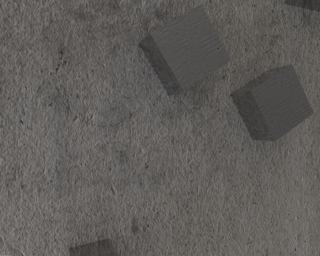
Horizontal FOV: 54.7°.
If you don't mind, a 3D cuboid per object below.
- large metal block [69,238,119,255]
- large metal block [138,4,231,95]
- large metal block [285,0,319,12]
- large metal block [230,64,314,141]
[{"bbox_3d":[-0.071,0.185,0.354,0.050,0.080,0.080,-7,93,-20],"label":"large metal block"},{"bbox_3d":[0.032,-0.100,0.407,0.080,0.050,0.080,-34,101,-17],"label":"large metal block"},{"bbox_3d":[0.249,-0.236,0.487,0.081,0.050,0.080,3,89,-20],"label":"large metal block"},{"bbox_3d":[0.164,-0.036,0.456,0.080,0.050,0.080,-32,101,-17],"label":"large metal block"}]
